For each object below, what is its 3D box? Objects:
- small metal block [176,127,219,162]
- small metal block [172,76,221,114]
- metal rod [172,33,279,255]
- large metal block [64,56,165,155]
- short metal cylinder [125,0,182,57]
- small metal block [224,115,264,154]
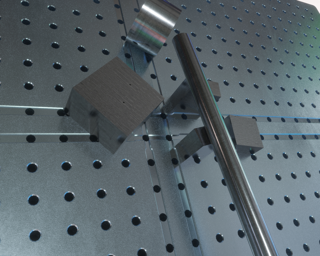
[{"bbox_3d":[0.057,0.019,0.414,0.050,0.050,0.025,-12,68,-34],"label":"small metal block"},{"bbox_3d":[0.052,-0.047,0.450,0.050,0.050,0.025,9,58,-24],"label":"small metal block"},{"bbox_3d":[0.071,0.006,0.380,0.025,0.025,0.299,-4,64,-30],"label":"metal rod"},{"bbox_3d":[-0.055,-0.029,0.381,0.080,0.050,0.080,42,51,0],"label":"large metal block"},{"bbox_3d":[-0.010,-0.153,0.463,0.050,0.080,0.080,29,52,-10],"label":"short metal cylinder"},{"bbox_3d":[0.124,0.010,0.471,0.050,0.025,0.050,7,58,-25],"label":"small metal block"}]
